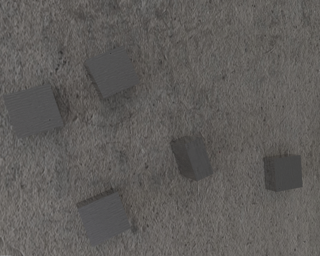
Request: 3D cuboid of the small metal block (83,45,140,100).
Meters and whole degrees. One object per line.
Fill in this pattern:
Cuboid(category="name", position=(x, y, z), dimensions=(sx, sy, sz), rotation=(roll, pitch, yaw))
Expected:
Cuboid(category="small metal block", position=(-0.060, -0.068, 0.387), dimensions=(0.050, 0.025, 0.050), rotation=(-27, 99, -18))

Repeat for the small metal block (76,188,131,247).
Cuboid(category="small metal block", position=(-0.070, 0.109, 0.383), dimensions=(0.050, 0.025, 0.050), rotation=(-21, 97, -19))

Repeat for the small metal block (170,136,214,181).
Cuboid(category="small metal block", position=(0.041, 0.039, 0.411), dimensions=(0.025, 0.050, 0.050), rotation=(-21, 97, -19))

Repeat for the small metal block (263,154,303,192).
Cuboid(category="small metal block", position=(0.190, 0.068, 0.479), dimensions=(0.050, 0.025, 0.050), rotation=(-5, 92, -20))

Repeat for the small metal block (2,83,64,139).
Cuboid(category="small metal block", position=(-0.144, -0.019, 0.356), dimensions=(0.050, 0.025, 0.050), rotation=(-19, 97, -19))
